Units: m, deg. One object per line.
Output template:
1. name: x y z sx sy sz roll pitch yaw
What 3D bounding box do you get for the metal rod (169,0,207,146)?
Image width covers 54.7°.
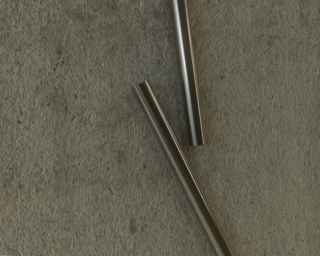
1. metal rod: 0.031 -0.125 0.421 0.025 0.025 0.298 -9 93 -20

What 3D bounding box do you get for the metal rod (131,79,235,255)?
1. metal rod: 0.039 0.075 0.424 0.025 0.025 0.299 -30 100 -18
